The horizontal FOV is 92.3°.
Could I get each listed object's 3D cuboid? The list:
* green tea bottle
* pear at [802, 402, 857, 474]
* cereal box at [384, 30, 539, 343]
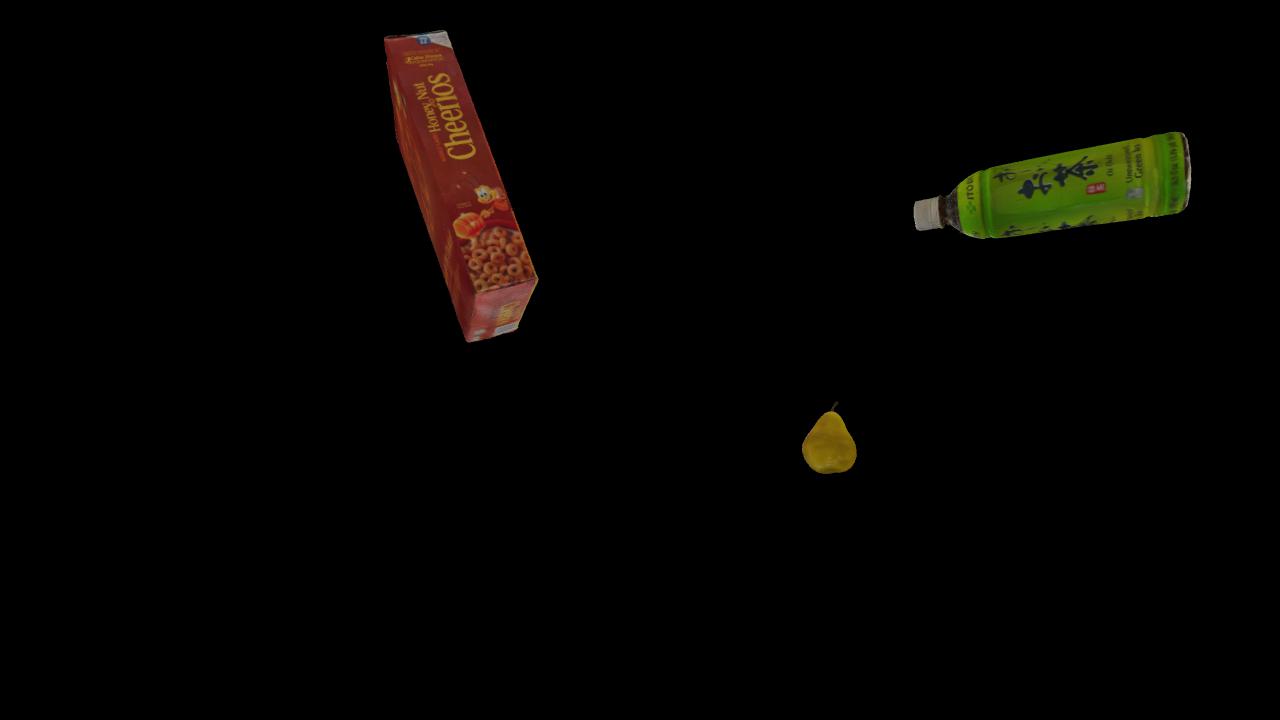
[{"bbox_3d":[0.373,-0.154,0.579,0.212,0.073,0.073,-4,-2,36],"label":"green tea bottle"},{"bbox_3d":[0.290,0.117,0.951,0.080,0.111,0.080,0,-25,0],"label":"pear"},{"bbox_3d":[-0.217,-0.193,0.736,0.081,0.306,0.203,-18,-8,-21],"label":"cereal box"}]
